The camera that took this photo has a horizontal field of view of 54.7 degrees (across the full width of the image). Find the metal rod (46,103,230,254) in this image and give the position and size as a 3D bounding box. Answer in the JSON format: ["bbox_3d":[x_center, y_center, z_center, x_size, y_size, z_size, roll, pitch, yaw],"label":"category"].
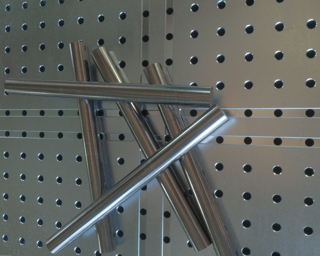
[{"bbox_3d":[-0.039,0.073,0.398,0.300,0.025,0.025,-40,78,15],"label":"metal rod"}]

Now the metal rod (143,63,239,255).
[{"bbox_3d":[0.044,0.056,0.396,0.025,0.025,0.299,-24,82,18],"label":"metal rod"}]

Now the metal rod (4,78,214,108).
[{"bbox_3d":[-0.081,-0.049,0.413,0.301,0.025,0.025,5,92,19],"label":"metal rod"}]

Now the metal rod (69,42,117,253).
[{"bbox_3d":[-0.097,0.025,0.445,0.025,0.025,0.298,-10,87,19],"label":"metal rod"}]

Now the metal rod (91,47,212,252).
[{"bbox_3d":[-0.016,0.021,0.417,0.025,0.025,0.299,-32,80,17],"label":"metal rod"}]
